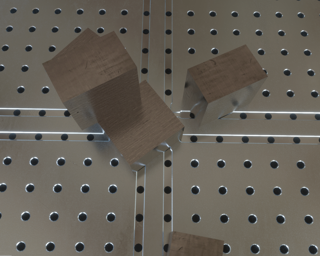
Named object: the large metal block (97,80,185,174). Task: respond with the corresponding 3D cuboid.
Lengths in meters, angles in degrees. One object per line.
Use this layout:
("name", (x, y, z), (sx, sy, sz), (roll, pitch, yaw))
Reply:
("large metal block", (-0.027, -0.001, 0.399), (0.080, 0.050, 0.080), (-35, 74, -12))

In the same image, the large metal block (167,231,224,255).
("large metal block", (0.030, 0.155, 0.326), (0.050, 0.080, 0.080), (10, 70, 3))

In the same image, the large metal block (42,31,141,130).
("large metal block", (-0.071, -0.049, 0.347), (0.080, 0.080, 0.050), (-28, 73, -10))

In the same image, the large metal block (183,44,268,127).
("large metal block", (0.080, -0.052, 0.402), (0.080, 0.080, 0.050), (-25, 72, -9))

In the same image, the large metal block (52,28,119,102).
("large metal block", (-0.094, -0.075, 0.425), (0.080, 0.050, 0.080), (39, 74, 12))
